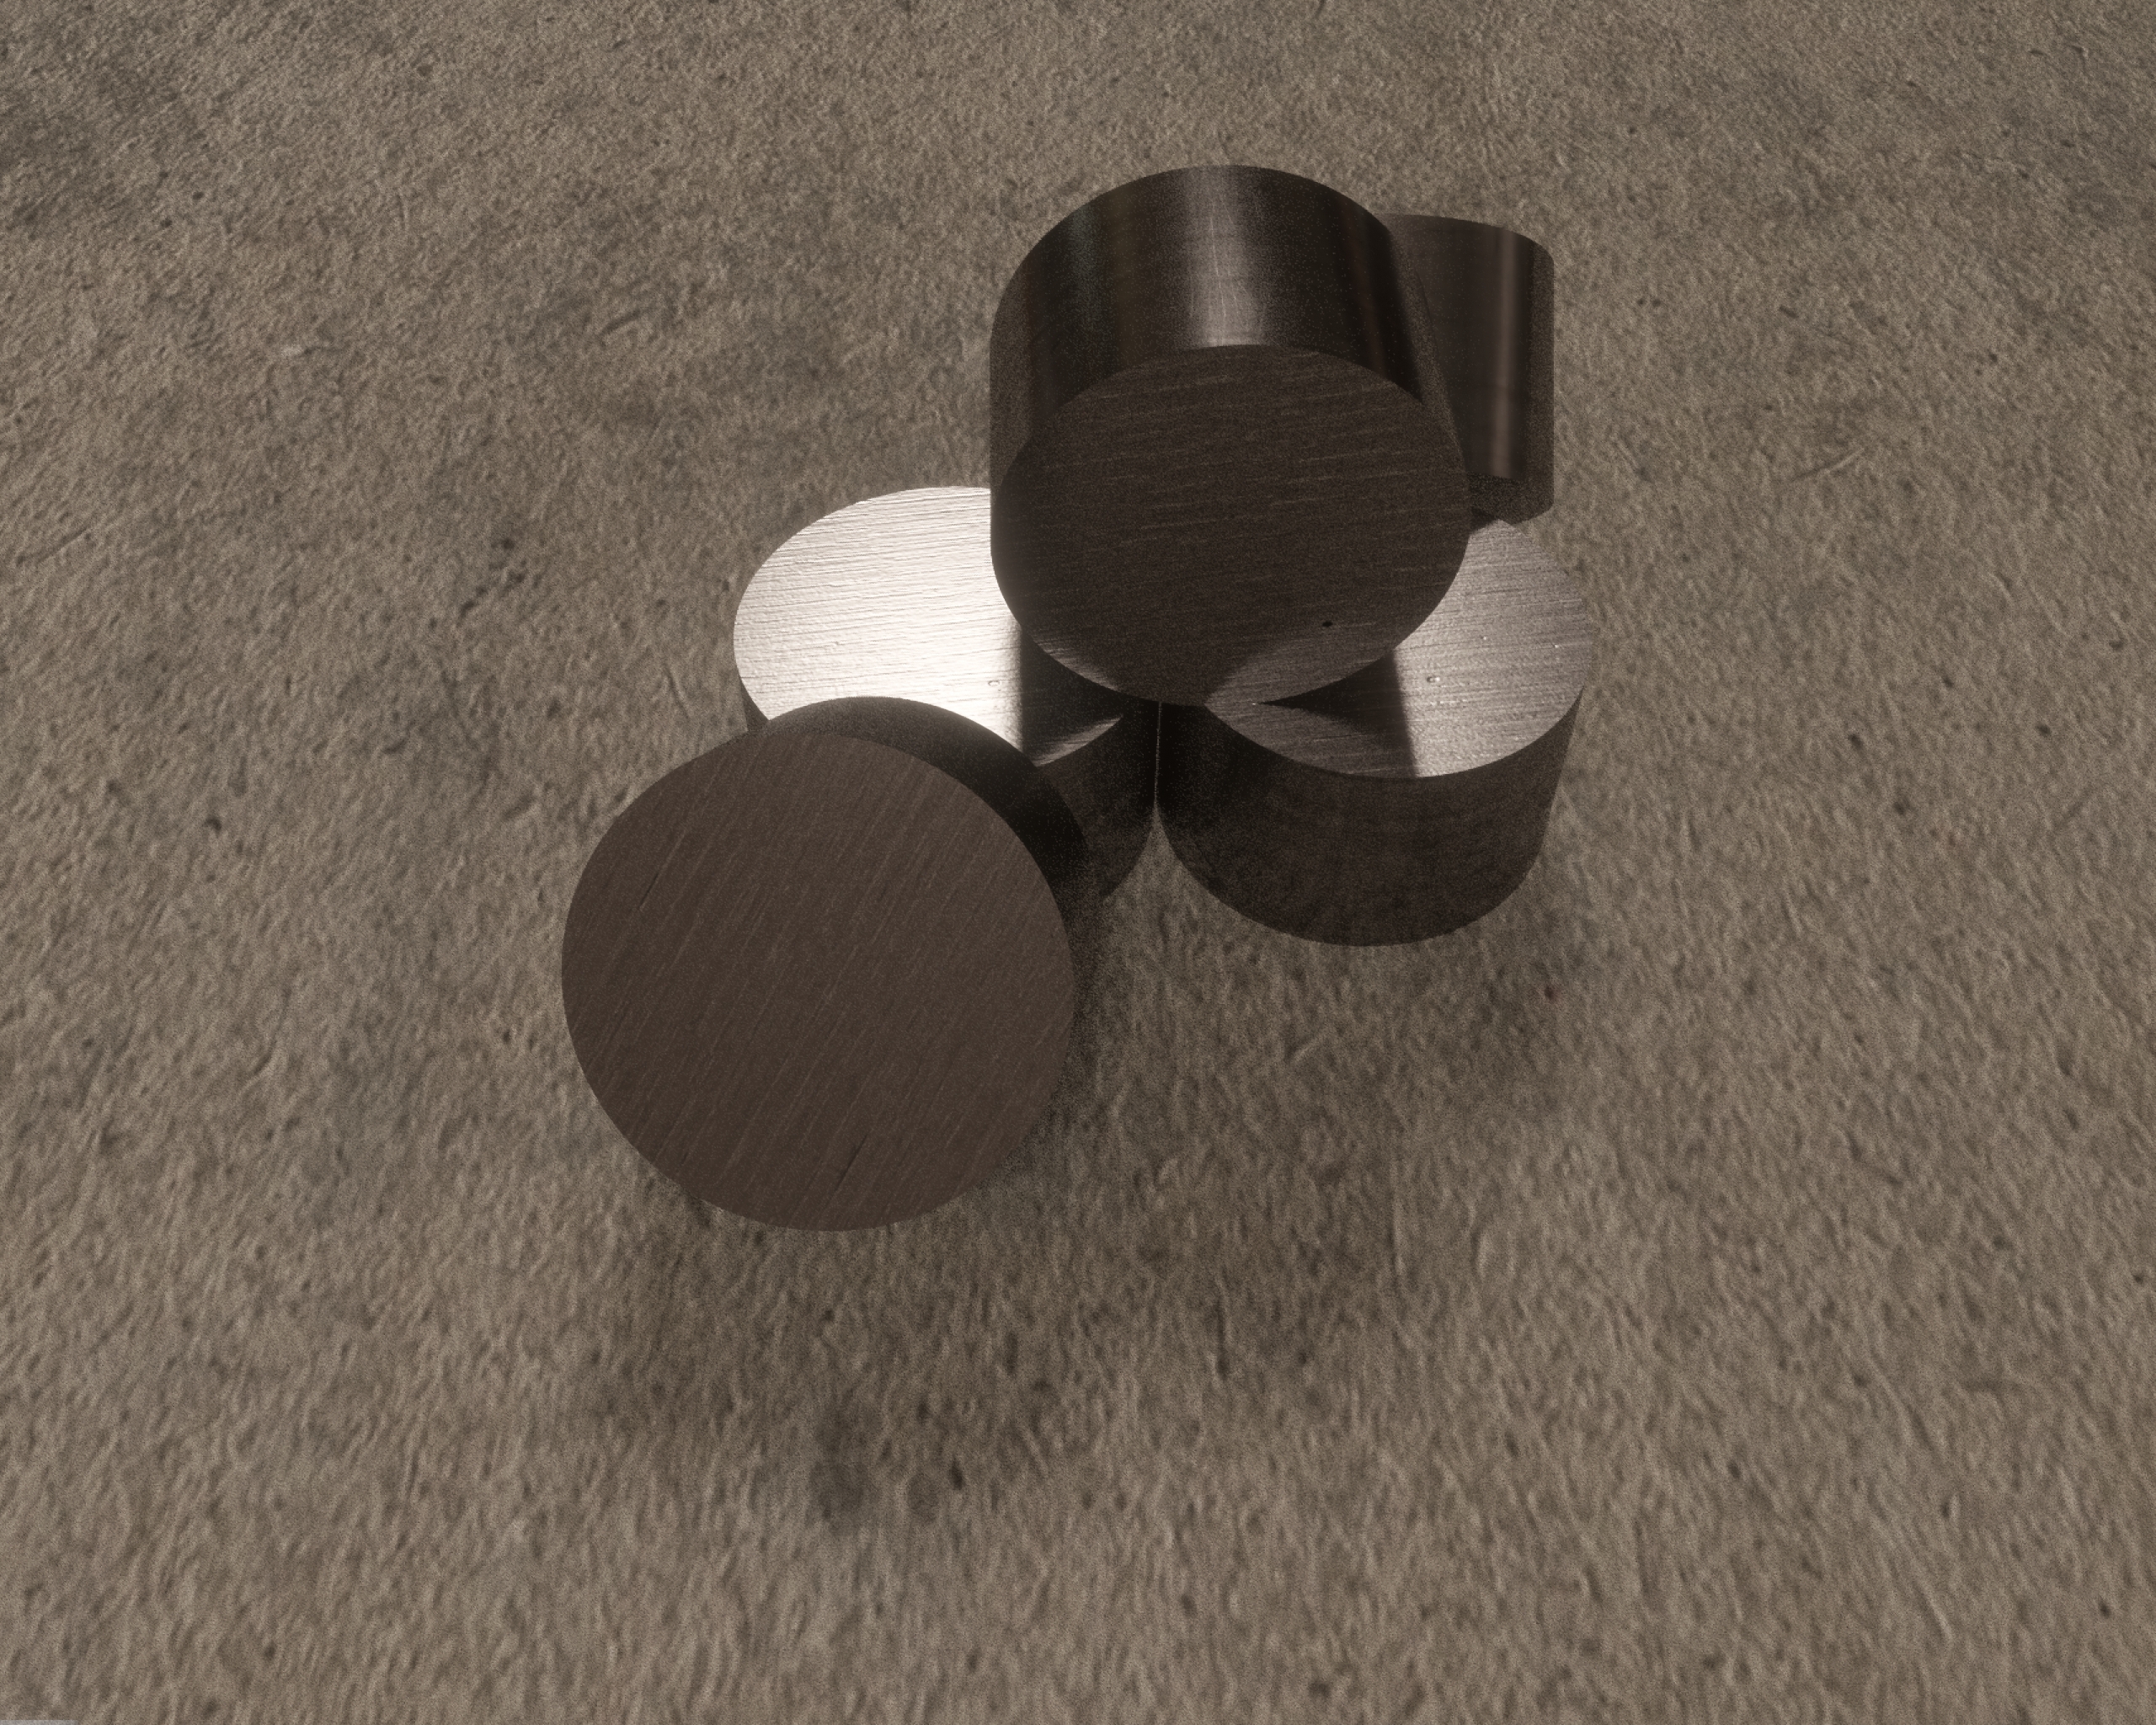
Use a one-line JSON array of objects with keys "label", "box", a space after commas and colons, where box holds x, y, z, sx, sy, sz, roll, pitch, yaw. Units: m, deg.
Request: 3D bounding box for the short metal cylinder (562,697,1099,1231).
[{"label": "short metal cylinder", "box": [-0.038, 0.015, 0.347, 0.080, 0.079, 0.050, 6, 11, 4]}]

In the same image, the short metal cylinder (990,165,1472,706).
[{"label": "short metal cylinder", "box": [0.025, -0.073, 0.366, 0.081, 0.080, 0.050, -1, 50, -1]}]

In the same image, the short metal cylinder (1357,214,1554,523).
[{"label": "short metal cylinder", "box": [0.060, -0.100, 0.445, 0.081, 0.080, 0.050, 0, 88, 0]}]

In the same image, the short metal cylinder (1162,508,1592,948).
[{"label": "short metal cylinder", "box": [0.057, -0.030, 0.413, 0.081, 0.050, 0.080, 0, 50, 0]}]

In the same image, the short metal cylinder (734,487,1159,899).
[{"label": "short metal cylinder", "box": [-0.024, -0.029, 0.412, 0.081, 0.050, 0.080, 0, 50, 0]}]
